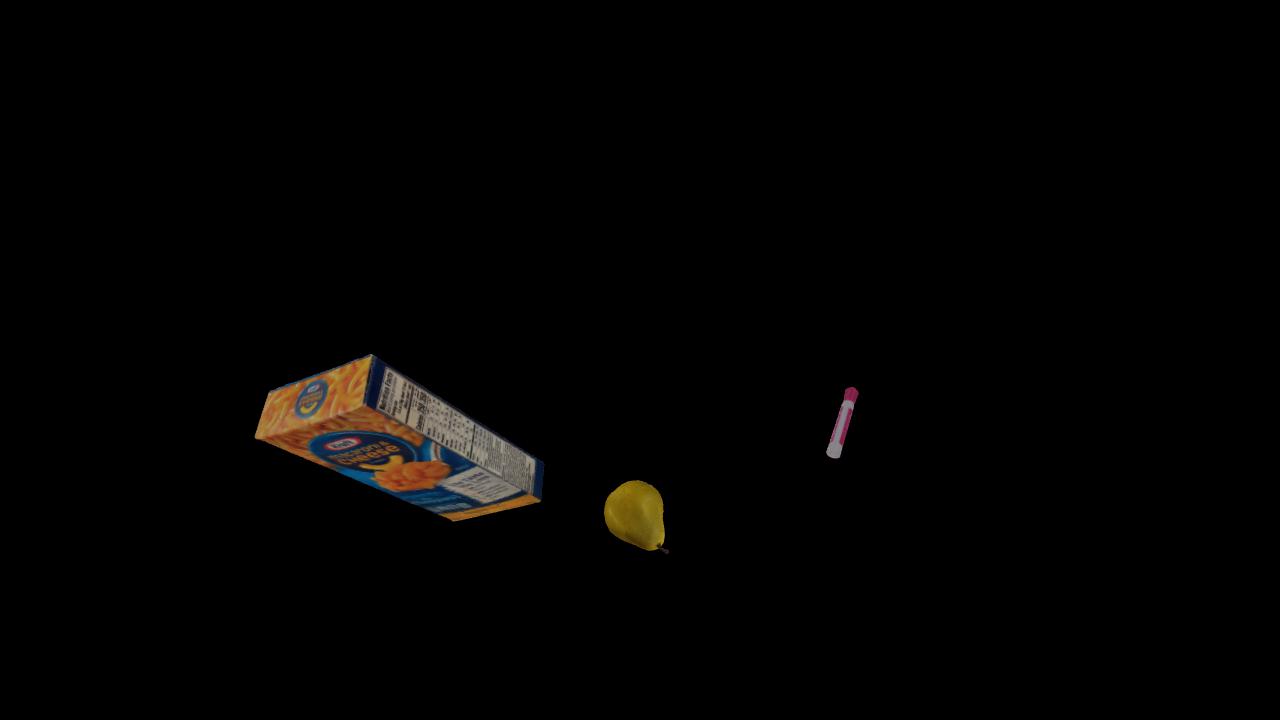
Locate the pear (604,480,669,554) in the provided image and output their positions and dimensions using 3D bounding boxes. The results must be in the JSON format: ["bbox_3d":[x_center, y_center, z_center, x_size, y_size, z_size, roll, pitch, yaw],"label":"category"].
[{"bbox_3d":[0.002,0.211,0.782,0.080,0.080,0.111,0,40,-30],"label":"pear"}]

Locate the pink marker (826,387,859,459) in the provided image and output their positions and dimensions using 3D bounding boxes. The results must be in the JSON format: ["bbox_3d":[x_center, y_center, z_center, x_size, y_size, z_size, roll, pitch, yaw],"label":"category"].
[{"bbox_3d":[0.287,0.085,0.869,0.020,0.121,0.020,20,-35,15],"label":"pink marker"}]

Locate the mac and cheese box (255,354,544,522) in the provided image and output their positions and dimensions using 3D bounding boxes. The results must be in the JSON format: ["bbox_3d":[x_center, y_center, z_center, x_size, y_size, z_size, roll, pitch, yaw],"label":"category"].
[{"bbox_3d":[-0.157,0.066,0.438,0.093,0.041,0.184,-16,-35,22],"label":"mac and cheese box"}]
